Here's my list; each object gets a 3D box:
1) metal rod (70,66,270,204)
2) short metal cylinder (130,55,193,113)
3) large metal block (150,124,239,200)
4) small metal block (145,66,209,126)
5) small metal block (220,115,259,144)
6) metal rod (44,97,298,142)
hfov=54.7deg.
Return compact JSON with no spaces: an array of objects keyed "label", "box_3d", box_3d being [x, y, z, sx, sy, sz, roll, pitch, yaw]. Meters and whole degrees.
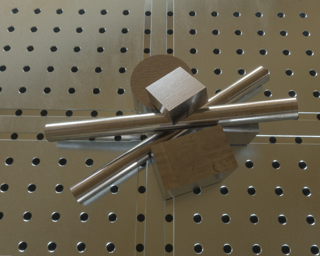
[{"label":"metal rod","box_3d":[0.021,0.003,0.408,0.301,0.025,0.025,-33,73,-11]},{"label":"short metal cylinder","box_3d":[0.003,-0.050,0.413,0.081,0.050,0.080,0,69,0]},{"label":"large metal block","box_3d":[0.036,0.043,0.362,0.081,0.080,0.050,-17,71,-6]},{"label":"small metal block","box_3d":[0.020,-0.038,0.360,0.050,0.025,0.050,-34,51,-11]},{"label":"small metal block","box_3d":[0.093,0.002,0.395,0.050,0.050,0.025,0,70,1]},{"label":"metal rod","box_3d":[0.003,-0.008,0.373,0.301,0.025,0.025,-5,70,12]}]
